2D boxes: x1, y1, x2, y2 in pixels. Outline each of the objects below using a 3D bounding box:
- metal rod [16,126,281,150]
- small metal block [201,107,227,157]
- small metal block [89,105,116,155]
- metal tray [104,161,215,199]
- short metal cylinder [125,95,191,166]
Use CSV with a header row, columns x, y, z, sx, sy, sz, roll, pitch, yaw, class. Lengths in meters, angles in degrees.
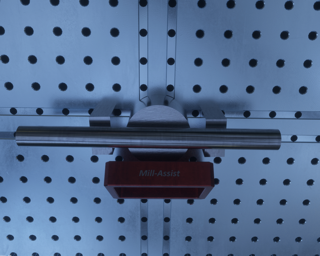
x,y,z,sx,sy,sz,roll,pitch,yaw,class
-0.013,0.012,0.364,0.302,0.025,0.025,1,110,0,metal rod
0.068,0.004,0.402,0.025,0.050,0.050,-1,110,0,small metal block
-0.072,0.001,0.400,0.025,0.050,0.050,-1,110,0,small metal block
-0.001,0.071,0.407,0.131,0.090,0.030,0,67,0,metal tray
-0.002,0.002,0.400,0.081,0.050,0.079,0,110,0,short metal cylinder
